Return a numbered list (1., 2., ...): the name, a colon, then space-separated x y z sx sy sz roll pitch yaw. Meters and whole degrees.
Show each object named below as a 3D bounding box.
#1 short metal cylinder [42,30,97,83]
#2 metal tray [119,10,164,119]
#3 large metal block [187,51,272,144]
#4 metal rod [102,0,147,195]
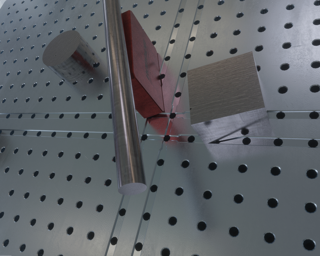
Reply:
1. short metal cylinder: -0.161 -0.127 0.554 0.080 0.050 0.080 -13 56 21
2. metal tray: -0.032 -0.090 0.438 0.030 0.090 0.130 -18 55 18
3. large metal block: 0.081 -0.035 0.371 0.080 0.050 0.080 -14 56 20
4. metal rod: -0.047 -0.067 0.356 0.025 0.025 0.299 -22 53 15
